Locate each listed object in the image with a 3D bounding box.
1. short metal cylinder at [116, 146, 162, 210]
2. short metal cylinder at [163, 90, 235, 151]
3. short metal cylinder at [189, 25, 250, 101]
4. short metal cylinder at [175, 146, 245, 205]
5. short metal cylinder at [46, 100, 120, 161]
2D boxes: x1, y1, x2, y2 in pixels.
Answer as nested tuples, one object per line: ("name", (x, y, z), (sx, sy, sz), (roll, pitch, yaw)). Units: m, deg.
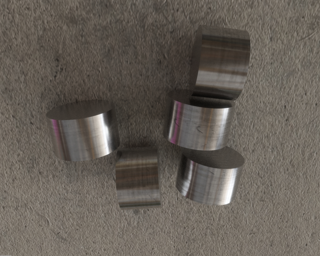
("short metal cylinder", (-0.026, 0.064, 0.404), (0.050, 0.080, 0.079), (-4, 110, 1))
("short metal cylinder", (0.046, -0.012, 0.376), (0.081, 0.080, 0.050), (6, 110, -3))
("short metal cylinder", (0.065, -0.074, 0.354), (0.050, 0.080, 0.079), (6, 110, -2))
("short metal cylinder", (0.063, 0.056, 0.401), (0.081, 0.080, 0.050), (7, 110, -3))
("short metal cylinder", (-0.092, 0.000, 0.380), (0.080, 0.080, 0.050), (-5, 110, 2))
